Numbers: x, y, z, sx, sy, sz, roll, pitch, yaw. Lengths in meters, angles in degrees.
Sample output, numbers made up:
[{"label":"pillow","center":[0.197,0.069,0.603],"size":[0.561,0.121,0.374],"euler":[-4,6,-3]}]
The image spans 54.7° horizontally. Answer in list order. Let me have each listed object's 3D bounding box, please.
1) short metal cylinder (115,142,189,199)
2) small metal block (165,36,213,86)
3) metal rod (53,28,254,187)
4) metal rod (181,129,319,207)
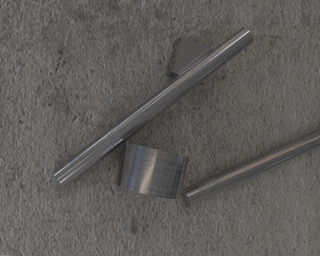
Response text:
[{"label":"short metal cylinder","center":[-0.009,0.051,0.377],"size":[0.081,0.080,0.050],"euler":[15,85,-20]},{"label":"small metal block","center":[0.041,-0.090,0.424],"size":[0.050,0.025,0.050],"euler":[17,84,-20]},{"label":"metal rod","center":[-0.002,-0.031,0.389],"size":[0.301,0.025,0.025],"euler":[-38,103,-9]},{"label":"metal rod","center":[0.169,0.048,0.471],"size":[0.302,0.025,0.025],"euler":[-20,97,-19]}]
